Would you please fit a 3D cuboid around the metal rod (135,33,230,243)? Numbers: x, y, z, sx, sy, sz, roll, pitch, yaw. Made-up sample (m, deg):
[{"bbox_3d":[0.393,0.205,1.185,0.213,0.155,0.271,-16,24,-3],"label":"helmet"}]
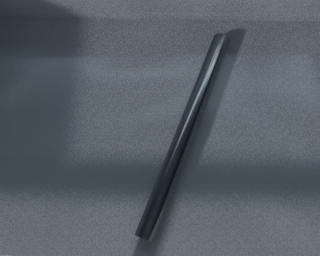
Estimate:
[{"bbox_3d":[0.037,-0.001,0.410,0.025,0.025,0.300,20,71,7],"label":"metal rod"}]
